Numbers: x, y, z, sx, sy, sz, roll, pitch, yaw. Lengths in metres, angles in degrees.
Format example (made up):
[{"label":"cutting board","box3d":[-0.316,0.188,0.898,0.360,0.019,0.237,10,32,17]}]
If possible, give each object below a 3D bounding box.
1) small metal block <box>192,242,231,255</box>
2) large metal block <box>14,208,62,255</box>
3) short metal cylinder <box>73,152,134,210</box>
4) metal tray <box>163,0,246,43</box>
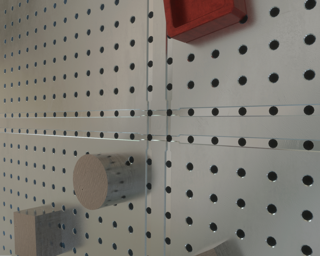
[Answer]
[{"label":"small metal block","box3d":[0.061,0.168,0.359,0.050,0.025,0.050,-38,67,33]},{"label":"large metal block","box3d":[-0.231,0.197,0.584,0.080,0.050,0.080,-6,86,40]},{"label":"short metal cylinder","box3d":[-0.085,0.077,0.464,0.080,0.050,0.080,0,90,40]},{"label":"metal tray","box3d":[0.046,-0.179,0.368,0.090,0.030,0.129,-11,83,39]}]
